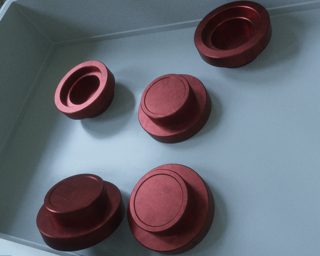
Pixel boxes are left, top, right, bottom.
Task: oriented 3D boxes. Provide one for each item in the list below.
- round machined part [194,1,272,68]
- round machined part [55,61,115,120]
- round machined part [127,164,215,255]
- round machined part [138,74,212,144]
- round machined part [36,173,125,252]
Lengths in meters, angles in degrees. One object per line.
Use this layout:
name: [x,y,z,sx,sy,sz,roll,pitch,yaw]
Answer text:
round machined part: [0.099,-0.120,0.416,0.098,0.042,0.098,-13,56,21]
round machined part: [-0.112,-0.054,0.488,0.098,0.042,0.098,-13,56,21]
round machined part: [0.006,0.084,0.340,0.098,0.042,0.098,-13,56,21]
round machined part: [0.014,-0.032,0.407,0.098,0.042,0.098,-13,56,21]
round machined part: [-0.094,0.089,0.359,0.099,0.042,0.098,-8,27,4]
